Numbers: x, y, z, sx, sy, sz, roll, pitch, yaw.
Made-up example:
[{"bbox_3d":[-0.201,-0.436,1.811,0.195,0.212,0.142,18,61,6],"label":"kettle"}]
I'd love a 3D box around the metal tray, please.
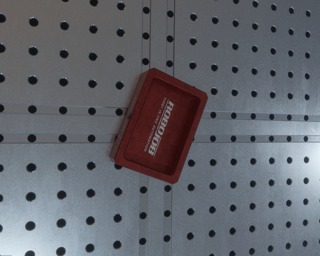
[{"bbox_3d":[0.000,-0.002,0.409,0.090,0.030,0.130,23,83,-19],"label":"metal tray"}]
